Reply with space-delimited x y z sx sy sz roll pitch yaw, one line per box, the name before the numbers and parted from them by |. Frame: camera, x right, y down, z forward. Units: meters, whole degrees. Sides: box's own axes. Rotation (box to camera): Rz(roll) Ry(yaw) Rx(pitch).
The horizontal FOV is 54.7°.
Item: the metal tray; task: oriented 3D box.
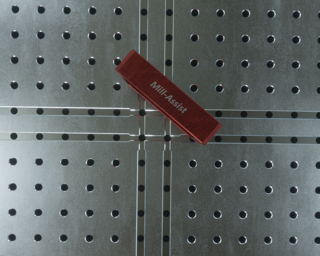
metal tray | 0.009 -0.034 0.381 0.130 0.090 0.030 40 90 -1
